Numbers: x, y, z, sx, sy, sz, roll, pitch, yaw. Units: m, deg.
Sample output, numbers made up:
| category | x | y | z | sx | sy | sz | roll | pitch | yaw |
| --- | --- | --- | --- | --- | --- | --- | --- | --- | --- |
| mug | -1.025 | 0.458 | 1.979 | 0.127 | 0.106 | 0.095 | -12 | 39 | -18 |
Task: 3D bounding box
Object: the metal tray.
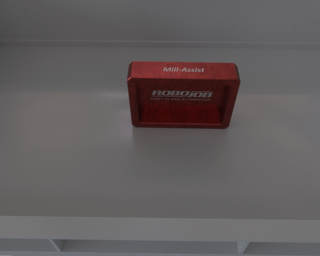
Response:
| category | x | y | z | sx | sy | sz | roll | pitch | yaw |
| --- | --- | --- | --- | --- | --- | --- | --- | --- | --- |
| metal tray | 0.028 | -0.039 | 0.396 | 0.131 | 0.090 | 0.030 | 1 | 50 | 1 |
